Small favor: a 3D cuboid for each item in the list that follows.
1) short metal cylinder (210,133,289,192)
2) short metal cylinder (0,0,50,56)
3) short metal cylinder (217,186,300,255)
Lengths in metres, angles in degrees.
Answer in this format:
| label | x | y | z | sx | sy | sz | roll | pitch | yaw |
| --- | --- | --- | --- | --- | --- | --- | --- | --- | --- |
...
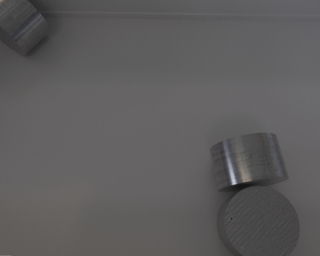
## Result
| label | x | y | z | sx | sy | sz | roll | pitch | yaw |
| --- | --- | --- | --- | --- | --- | --- | --- | --- | --- |
| short metal cylinder | 0.104 | 0.043 | 0.365 | 0.081 | 0.080 | 0.050 | -8 | 70 | -3 |
| short metal cylinder | -0.203 | -0.148 | 0.433 | 0.080 | 0.080 | 0.050 | 35 | 74 | 11 |
| short metal cylinder | 0.110 | 0.111 | 0.356 | 0.081 | 0.050 | 0.080 | 0 | 70 | 0 |
